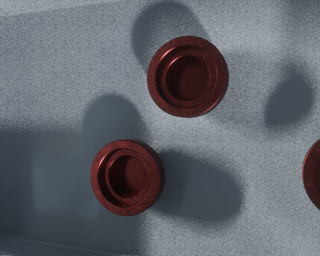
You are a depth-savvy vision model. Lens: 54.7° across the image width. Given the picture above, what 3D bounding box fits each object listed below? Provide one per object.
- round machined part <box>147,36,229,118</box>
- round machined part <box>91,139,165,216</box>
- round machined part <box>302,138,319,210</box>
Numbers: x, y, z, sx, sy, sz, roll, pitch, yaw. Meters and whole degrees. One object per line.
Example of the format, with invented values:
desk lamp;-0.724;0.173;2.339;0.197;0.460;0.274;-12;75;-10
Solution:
round machined part;0.037;-0.061;0.388;0.098;0.042;0.097;0;90;19
round machined part;-0.039;0.063;0.414;0.098;0.042;0.097;0;90;19
round machined part;0.204;0.049;0.327;0.098;0.042;0.097;0;90;24
